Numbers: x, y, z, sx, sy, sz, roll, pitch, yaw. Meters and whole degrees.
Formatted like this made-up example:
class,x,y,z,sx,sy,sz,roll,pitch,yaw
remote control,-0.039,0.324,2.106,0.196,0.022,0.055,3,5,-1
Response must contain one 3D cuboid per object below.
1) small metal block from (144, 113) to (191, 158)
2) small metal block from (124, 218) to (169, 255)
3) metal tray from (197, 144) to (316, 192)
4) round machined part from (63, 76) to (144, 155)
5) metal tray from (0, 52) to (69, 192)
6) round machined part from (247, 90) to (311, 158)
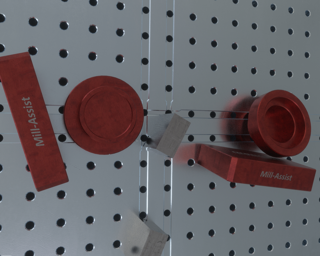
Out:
class,x,y,z,sx,sy,sz,roll,pitch,yaw
small metal block,0.008,0.009,0.402,0.025,0.050,0.050,31,80,-18
small metal block,-0.018,0.149,0.393,0.025,0.050,0.050,26,82,-18
metal tray,0.129,0.053,0.423,0.131,0.090,0.030,10,95,-20
round machined part,-0.066,-0.016,0.379,0.099,0.042,0.097,0,90,-20
metal tray,-0.133,-0.006,0.328,0.030,0.090,0.129,-17,96,-19
round machined part,0.171,-0.004,0.460,0.099,0.042,0.098,5,77,-22
